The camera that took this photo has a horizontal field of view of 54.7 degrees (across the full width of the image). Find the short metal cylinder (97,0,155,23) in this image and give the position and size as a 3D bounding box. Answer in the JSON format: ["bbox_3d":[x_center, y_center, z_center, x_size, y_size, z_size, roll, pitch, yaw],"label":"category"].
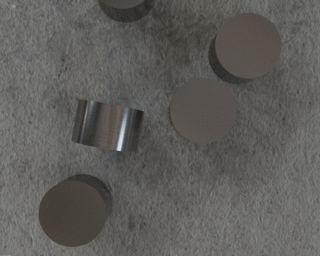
[{"bbox_3d":[-0.045,-0.183,0.397,0.081,0.050,0.079,0,90,-1],"label":"short metal cylinder"}]

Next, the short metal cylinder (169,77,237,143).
[{"bbox_3d":[0.052,-0.021,0.398,0.081,0.050,0.079,0,90,-1],"label":"short metal cylinder"}]

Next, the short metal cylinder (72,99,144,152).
[{"bbox_3d":[-0.064,-0.003,0.382,0.080,0.080,0.050,10,90,-1],"label":"short metal cylinder"}]

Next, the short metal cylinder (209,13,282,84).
[{"bbox_3d":[0.107,-0.100,0.399,0.081,0.050,0.079,0,90,-1],"label":"short metal cylinder"}]

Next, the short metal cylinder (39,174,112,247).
[{"bbox_3d":[-0.105,0.103,0.396,0.081,0.050,0.079,0,90,-1],"label":"short metal cylinder"}]
